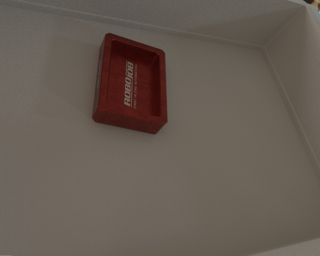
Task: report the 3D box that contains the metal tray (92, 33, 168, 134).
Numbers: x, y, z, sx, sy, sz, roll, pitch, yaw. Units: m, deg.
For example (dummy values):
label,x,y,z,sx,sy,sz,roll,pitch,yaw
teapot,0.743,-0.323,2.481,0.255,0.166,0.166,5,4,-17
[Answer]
label,x,y,z,sx,sy,sz,roll,pitch,yaw
metal tray,-0.038,-0.062,0.420,0.091,0.030,0.130,13,56,-22
